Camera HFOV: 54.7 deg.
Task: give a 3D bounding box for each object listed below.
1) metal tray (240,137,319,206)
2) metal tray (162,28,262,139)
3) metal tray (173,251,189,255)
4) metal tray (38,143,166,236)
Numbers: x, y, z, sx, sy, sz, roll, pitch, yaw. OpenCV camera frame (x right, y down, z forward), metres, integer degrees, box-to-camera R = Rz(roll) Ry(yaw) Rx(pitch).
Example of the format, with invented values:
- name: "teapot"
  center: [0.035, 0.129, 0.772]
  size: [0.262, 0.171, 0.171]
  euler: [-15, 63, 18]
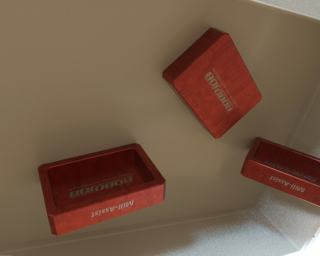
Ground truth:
- name: "metal tray"
  center: [0.199, 0.064, 0.473]
  size: [0.090, 0.130, 0.030]
  euler: [-38, 144, -57]
- name: "metal tray"
  center: [0.074, -0.055, 0.414]
  size: [0.090, 0.030, 0.130]
  euler: [-43, 130, 1]
- name: "metal tray"
  center: [-0.001, 0.299, 0.595]
  size: [0.131, 0.030, 0.089]
  euler: [-16, 125, -20]
- name: "metal tray"
  center: [-0.070, 0.066, 0.370]
  size: [0.131, 0.090, 0.030]
  euler: [-12, 124, -22]
